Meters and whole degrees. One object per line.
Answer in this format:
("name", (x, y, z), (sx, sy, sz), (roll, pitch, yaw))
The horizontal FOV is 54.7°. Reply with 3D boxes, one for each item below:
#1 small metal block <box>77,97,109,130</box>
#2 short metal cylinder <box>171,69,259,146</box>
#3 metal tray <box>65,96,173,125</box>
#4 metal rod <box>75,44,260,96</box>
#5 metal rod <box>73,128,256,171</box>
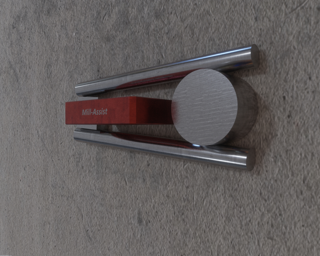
("small metal block", (-0.106, -0.024, 0.495), (0.050, 0.025, 0.050), (6, 94, 40))
("short metal cylinder", (0.060, -0.022, 0.340), (0.080, 0.050, 0.079), (0, 90, 40))
("metal tray", (-0.049, -0.019, 0.403), (0.130, 0.091, 0.030), (0, 90, 40))
("metal rod", (-0.015, -0.069, 0.419), (0.300, 0.025, 0.025), (-3, 88, 40))
("metal rod", (-0.019, 0.022, 0.422), (0.300, 0.025, 0.025), (6, 94, 39))
